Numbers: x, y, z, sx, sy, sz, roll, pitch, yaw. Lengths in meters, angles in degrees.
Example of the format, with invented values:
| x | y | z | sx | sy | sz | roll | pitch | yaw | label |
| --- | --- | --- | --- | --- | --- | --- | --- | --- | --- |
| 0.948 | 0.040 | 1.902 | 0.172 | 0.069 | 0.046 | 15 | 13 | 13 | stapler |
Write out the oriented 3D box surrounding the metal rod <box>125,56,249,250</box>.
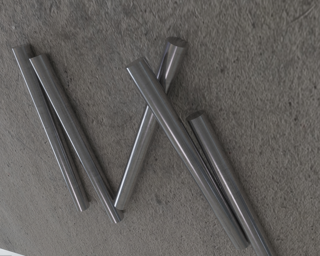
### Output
| x | y | z | sx | sy | sz | roll | pitch | yaw | label |
| --- | --- | --- | --- | --- | --- | --- | --- | --- | --- |
| 0.045 | 0.047 | 0.392 | 0.025 | 0.025 | 0.299 | -16 | 117 | 34 | metal rod |

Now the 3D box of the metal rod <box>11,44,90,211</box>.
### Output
| x | y | z | sx | sy | sz | roll | pitch | yaw | label |
| --- | --- | --- | --- | --- | --- | --- | --- | --- | --- |
| -0.170 | 0.015 | 0.505 | 0.025 | 0.025 | 0.298 | 2 | 120 | 27 | metal rod |

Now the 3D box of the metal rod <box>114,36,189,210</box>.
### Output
| x | y | z | sx | sy | sz | roll | pitch | yaw | label |
| --- | --- | --- | --- | --- | --- | --- | --- | --- | --- |
| -0.023 | 0.016 | 0.428 | 0.025 | 0.025 | 0.298 | 29 | 128 | 10 | metal rod |

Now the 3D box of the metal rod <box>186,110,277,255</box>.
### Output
| x | y | z | sx | sy | sz | roll | pitch | yaw | label |
| --- | --- | --- | --- | --- | --- | --- | --- | --- | --- |
| 0.112 | 0.110 | 0.415 | 0.025 | 0.025 | 0.299 | -18 | 110 | 35 | metal rod |

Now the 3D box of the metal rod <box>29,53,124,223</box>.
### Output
| x | y | z | sx | sy | sz | roll | pitch | yaw | label |
| --- | --- | --- | --- | --- | --- | --- | --- | --- | --- |
| -0.123 | 0.029 | 0.489 | 0.025 | 0.025 | 0.299 | -7 | 115 | 31 | metal rod |
